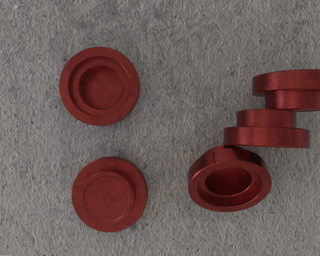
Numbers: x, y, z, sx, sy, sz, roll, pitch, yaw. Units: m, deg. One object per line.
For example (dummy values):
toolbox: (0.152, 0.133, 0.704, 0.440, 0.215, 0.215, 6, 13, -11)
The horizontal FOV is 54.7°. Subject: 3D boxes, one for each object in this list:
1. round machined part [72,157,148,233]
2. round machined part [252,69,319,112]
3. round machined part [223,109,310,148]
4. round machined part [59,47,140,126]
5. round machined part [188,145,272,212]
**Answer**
round machined part: (-0.065, 0.087, 0.401, 0.099, 0.042, 0.097, 0, 90, 0)
round machined part: (0.163, -0.041, 0.375, 0.099, 0.098, 0.042, 0, 90, 0)
round machined part: (0.127, 0.001, 0.375, 0.099, 0.098, 0.042, 3, 87, 0)
round machined part: (-0.074, -0.052, 0.401, 0.099, 0.042, 0.097, 0, 90, 0)
round machined part: (0.083, 0.059, 0.386, 0.099, 0.042, 0.097, 1, 131, 1)
